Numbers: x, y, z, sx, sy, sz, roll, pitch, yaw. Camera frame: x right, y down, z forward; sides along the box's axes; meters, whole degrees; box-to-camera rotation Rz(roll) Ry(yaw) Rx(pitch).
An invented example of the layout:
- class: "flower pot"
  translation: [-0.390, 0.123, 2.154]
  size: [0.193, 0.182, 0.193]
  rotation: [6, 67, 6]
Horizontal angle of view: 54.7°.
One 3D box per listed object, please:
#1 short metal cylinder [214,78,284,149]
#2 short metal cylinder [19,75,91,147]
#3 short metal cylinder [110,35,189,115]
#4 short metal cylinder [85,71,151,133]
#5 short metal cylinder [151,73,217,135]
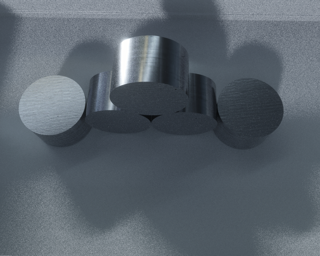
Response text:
- class: "short metal cylinder"
  translation: [0.111, -0.017, 0.402]
  size: [0.081, 0.050, 0.080]
  rotation: [0, 70, 0]
- class: "short metal cylinder"
  translation: [-0.131, -0.021, 0.401]
  size: [0.081, 0.050, 0.080]
  rotation: [0, 70, 0]
- class: "short metal cylinder"
  translation: [-0.010, -0.051, 0.324]
  size: [0.080, 0.080, 0.050]
  rotation: [2, 70, 0]
- class: "short metal cylinder"
  translation: [-0.050, -0.030, 0.389]
  size: [0.080, 0.080, 0.050]
  rotation: [2, 70, 0]
- class: "short metal cylinder"
  translation: [0.030, -0.027, 0.388]
  size: [0.080, 0.080, 0.050]
  rotation: [2, 70, 0]
